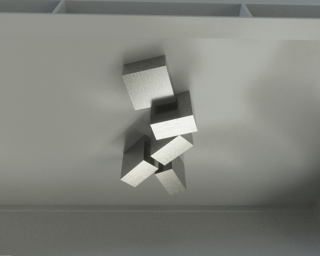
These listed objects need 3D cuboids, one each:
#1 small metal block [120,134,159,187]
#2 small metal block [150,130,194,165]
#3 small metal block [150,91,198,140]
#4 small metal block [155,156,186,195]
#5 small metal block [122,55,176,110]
[{"bbox_3d":[-0.028,0.046,0.431,0.025,0.050,0.050,33,122,-25],"label":"small metal block"},{"bbox_3d":[0.014,0.012,0.404,0.025,0.050,0.050,37,121,-27],"label":"small metal block"},{"bbox_3d":[0.016,-0.016,0.379,0.050,0.050,0.025,-13,129,10],"label":"small metal block"},{"bbox_3d":[0.015,0.059,0.443,0.025,0.050,0.050,-20,128,16],"label":"small metal block"},{"bbox_3d":[-0.012,-0.053,0.364,0.050,0.025,0.050,-11,130,9],"label":"small metal block"}]
